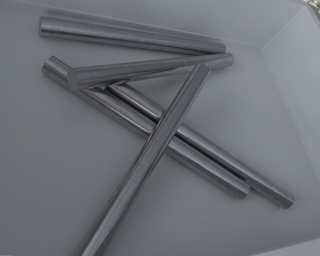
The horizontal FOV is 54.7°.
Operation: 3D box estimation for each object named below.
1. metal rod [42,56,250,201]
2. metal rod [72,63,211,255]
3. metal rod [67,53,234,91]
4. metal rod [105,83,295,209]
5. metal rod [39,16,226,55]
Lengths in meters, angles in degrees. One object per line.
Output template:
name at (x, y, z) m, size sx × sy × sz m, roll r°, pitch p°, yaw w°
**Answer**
metal rod at (-0.013, 0.004, 0.397) m, size 0.301 × 0.025 × 0.025 m, roll 33°, pitch 51°, yaw -7°
metal rod at (-0.009, 0.028, 0.358) m, size 0.025 × 0.025 × 0.301 m, roll 36°, pitch 59°, yaw -5°
metal rod at (0.011, -0.087, 0.446) m, size 0.302 × 0.025 × 0.025 m, roll -17°, pitch 71°, yaw -41°
metal rod at (0.058, 0.023, 0.424) m, size 0.301 × 0.025 × 0.025 m, roll 33°, pitch 51°, yaw -7°
metal rod at (-0.023, -0.135, 0.476) m, size 0.303 × 0.025 × 0.025 m, roll -1°, pitch 62°, yaw -29°
